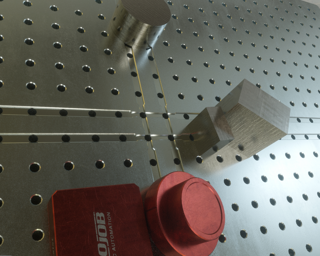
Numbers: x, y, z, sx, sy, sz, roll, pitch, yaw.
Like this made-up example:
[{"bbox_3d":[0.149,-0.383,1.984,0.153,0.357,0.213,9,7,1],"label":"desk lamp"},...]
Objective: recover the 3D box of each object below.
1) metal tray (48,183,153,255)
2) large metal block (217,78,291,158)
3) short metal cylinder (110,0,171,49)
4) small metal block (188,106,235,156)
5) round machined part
[{"bbox_3d":[-0.055,0.123,0.300,0.091,0.030,0.130,0,62,-28],"label":"metal tray"},{"bbox_3d":[0.125,-0.011,0.447,0.080,0.080,0.050,31,52,-8],"label":"large metal block"},{"bbox_3d":[-0.030,-0.171,0.480,0.081,0.050,0.080,14,56,-21],"label":"short metal cylinder"},{"bbox_3d":[0.069,0.005,0.426,0.025,0.050,0.050,-5,65,-31],"label":"small metal block"},{"bbox_3d":[0.034,0.093,0.343,0.099,0.042,0.098,26,48,-32],"label":"round machined part"}]
